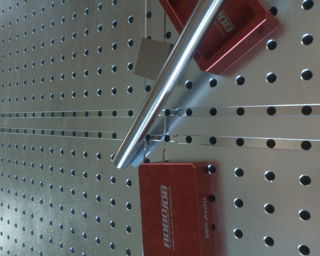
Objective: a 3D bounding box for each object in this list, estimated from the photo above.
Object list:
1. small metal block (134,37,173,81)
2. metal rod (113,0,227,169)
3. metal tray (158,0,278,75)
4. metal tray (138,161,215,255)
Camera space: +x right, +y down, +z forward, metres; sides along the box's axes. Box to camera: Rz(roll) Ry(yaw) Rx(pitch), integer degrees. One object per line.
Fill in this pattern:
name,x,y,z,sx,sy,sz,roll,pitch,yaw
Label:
small metal block,-0.003,-0.089,0.410,0.050,0.025,0.050,24,105,37
metal rod,0.007,-0.054,0.371,0.025,0.025,0.298,52,129,27
metal tray,0.059,-0.138,0.355,0.090,0.030,0.130,-40,66,32
metal tray,0.019,0.108,0.389,0.090,0.030,0.129,-6,86,39
